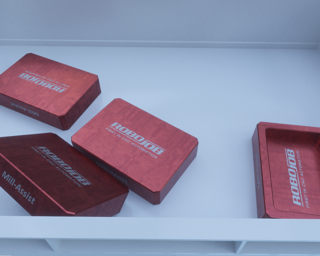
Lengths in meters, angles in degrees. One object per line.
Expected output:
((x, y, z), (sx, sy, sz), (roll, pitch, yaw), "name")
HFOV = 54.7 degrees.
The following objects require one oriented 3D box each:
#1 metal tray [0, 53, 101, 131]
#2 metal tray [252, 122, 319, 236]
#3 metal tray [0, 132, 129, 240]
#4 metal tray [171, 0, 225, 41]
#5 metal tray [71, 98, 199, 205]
((-0.164, -0.056, 0.447), (0.130, 0.030, 0.090), (20, 53, 16), "metal tray")
((0.159, 0.054, 0.358), (0.091, 0.030, 0.130), (6, 50, 4), "metal tray")
((-0.109, 0.051, 0.324), (0.130, 0.030, 0.090), (31, 17, 23), "metal tray")
((0.064, -0.224, 0.527), (0.090, 0.129, 0.030), (28, 57, 23), "metal tray")
((-0.030, 0.023, 0.382), (0.130, 0.030, 0.090), (28, 55, 21), "metal tray")
